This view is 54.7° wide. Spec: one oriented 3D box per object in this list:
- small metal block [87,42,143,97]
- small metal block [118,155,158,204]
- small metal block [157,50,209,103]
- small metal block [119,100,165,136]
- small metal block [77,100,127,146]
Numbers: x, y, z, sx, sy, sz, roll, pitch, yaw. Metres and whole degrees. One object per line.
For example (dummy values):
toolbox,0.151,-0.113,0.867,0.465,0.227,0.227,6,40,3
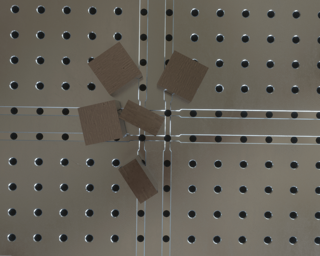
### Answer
small metal block,-0.059,-0.077,0.413,0.050,0.025,0.050,-35,90,0
small metal block,-0.027,0.064,0.401,0.025,0.050,0.050,-33,90,0
small metal block,0.030,-0.067,0.414,0.050,0.025,0.050,27,90,-1
small metal block,-0.022,-0.012,0.401,0.050,0.050,0.025,27,90,-1
small metal block,-0.076,-0.007,0.410,0.050,0.025,0.050,-12,90,5
